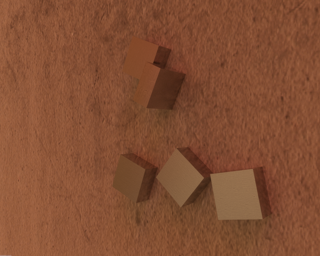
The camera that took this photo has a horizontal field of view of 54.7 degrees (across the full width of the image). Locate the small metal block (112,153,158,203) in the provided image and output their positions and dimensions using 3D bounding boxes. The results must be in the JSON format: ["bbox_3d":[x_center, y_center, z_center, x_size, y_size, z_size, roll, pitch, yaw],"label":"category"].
[{"bbox_3d":[-0.036,0.069,0.432,0.050,0.025,0.050,25,106,37],"label":"small metal block"}]

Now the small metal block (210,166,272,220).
[{"bbox_3d":[0.086,0.070,0.333,0.050,0.025,0.050,-15,81,38],"label":"small metal block"}]

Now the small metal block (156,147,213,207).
[{"bbox_3d":[0.030,0.059,0.378,0.050,0.025,0.050,47,118,29],"label":"small metal block"}]

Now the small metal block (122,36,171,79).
[{"bbox_3d":[-0.019,-0.091,0.419,0.050,0.025,0.050,31,109,35],"label":"small metal block"}]

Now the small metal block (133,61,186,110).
[{"bbox_3d":[0.000,-0.051,0.387,0.025,0.050,0.050,32,110,35],"label":"small metal block"}]
